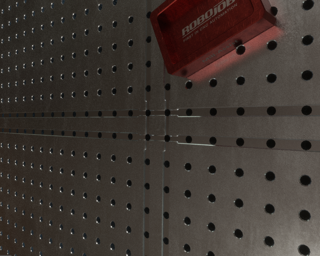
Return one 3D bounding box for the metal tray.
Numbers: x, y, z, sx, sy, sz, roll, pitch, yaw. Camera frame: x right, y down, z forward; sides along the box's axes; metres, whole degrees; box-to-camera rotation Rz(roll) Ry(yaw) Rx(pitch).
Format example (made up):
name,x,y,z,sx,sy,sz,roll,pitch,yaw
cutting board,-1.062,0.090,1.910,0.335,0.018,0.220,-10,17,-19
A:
name,x,y,z,sx,sy,sz,roll,pitch,yaw
metal tray,0.054,-0.128,0.360,0.130,0.030,0.090,-27,73,36
